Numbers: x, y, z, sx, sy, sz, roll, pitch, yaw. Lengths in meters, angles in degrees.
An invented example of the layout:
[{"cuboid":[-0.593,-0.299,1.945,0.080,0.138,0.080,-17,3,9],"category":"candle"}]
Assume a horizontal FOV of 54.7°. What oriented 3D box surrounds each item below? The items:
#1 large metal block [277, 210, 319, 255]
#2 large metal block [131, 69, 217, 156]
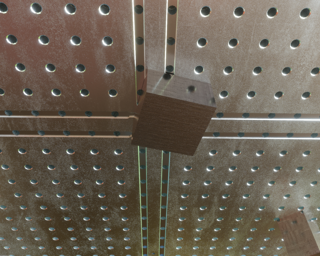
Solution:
[{"cuboid":[0.263,0.209,0.558,0.050,0.080,0.080,-32,124,24],"category":"large metal block"},{"cuboid":[0.014,-0.017,0.381,0.081,0.050,0.079,11,129,-10],"category":"large metal block"}]
